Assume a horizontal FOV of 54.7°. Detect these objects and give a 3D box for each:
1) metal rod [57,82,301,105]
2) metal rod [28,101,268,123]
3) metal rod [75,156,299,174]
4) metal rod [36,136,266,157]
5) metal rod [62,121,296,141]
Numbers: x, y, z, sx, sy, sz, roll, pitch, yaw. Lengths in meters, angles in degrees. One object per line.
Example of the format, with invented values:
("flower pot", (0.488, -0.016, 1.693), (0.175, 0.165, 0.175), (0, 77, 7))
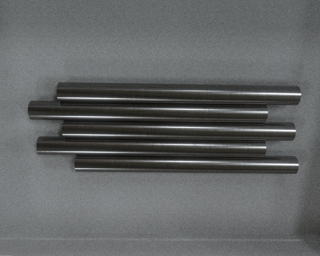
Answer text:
("metal rod", (0.024, -0.043, 0.394), (0.302, 0.025, 0.025), (1, 110, -1))
("metal rod", (-0.014, -0.021, 0.402), (0.302, 0.025, 0.025), (1, 110, -1))
("metal rod", (0.037, 0.050, 0.429), (0.302, 0.025, 0.025), (1, 110, -1))
("metal rod", (-0.010, 0.025, 0.419), (0.302, 0.025, 0.025), (1, 110, -1))
("metal rod", (0.025, 0.003, 0.411), (0.302, 0.025, 0.025), (1, 110, -1))
